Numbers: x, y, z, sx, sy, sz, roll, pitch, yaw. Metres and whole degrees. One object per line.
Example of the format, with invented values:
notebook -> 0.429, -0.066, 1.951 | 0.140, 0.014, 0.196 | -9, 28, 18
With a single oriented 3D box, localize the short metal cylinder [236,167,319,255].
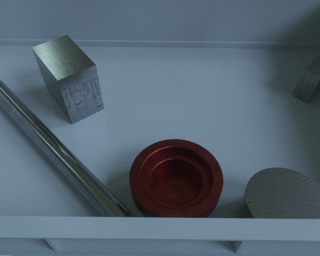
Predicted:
short metal cylinder -> 0.122, 0.087, 0.313 | 0.081, 0.050, 0.080 | 1, 45, 0

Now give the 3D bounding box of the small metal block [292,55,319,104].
small metal block -> 0.225, -0.071, 0.452 | 0.050, 0.050, 0.025 | -37, 60, -27

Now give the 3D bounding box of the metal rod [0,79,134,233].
metal rod -> -0.142, 0.017, 0.388 | 0.025, 0.025, 0.300 | -37, 59, -27

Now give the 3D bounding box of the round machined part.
round machined part -> 0.017, 0.063, 0.341 | 0.099, 0.042, 0.098 | 0, 50, 0

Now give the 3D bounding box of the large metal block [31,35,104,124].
large metal block -> -0.124, -0.066, 0.423 | 0.050, 0.080, 0.080 | -30, 56, -23
